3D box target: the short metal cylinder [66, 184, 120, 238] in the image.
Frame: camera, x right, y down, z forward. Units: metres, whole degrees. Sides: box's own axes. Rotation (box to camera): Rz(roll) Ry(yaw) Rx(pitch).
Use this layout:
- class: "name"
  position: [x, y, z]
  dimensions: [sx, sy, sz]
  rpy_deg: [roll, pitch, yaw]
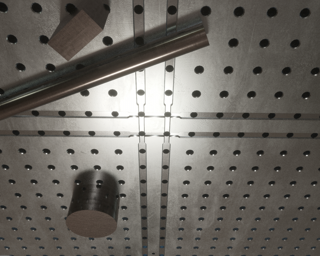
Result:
- class: "short metal cylinder"
  position: [-0.109, 0.137, 0.511]
  dimensions: [0.081, 0.050, 0.079]
  rpy_deg: [0, 130, 0]

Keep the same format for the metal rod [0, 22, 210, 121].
- class: "metal rod"
  position: [-0.091, -0.056, 0.362]
  dimensions: [0.301, 0.025, 0.025]
  rpy_deg: [-17, 128, 13]

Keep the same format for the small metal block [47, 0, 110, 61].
- class: "small metal block"
  position: [-0.080, -0.101, 0.308]
  dimensions: [0.050, 0.050, 0.025]
  rpy_deg: [-33, 123, 24]
